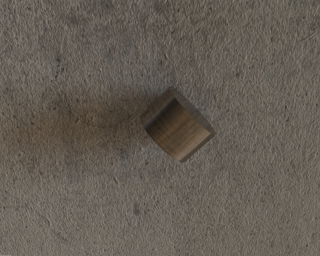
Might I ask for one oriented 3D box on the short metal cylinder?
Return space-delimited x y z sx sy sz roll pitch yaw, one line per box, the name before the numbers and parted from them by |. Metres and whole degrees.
short metal cylinder | 0.022 -0.005 0.379 0.080 0.080 0.050 43 105 -14
